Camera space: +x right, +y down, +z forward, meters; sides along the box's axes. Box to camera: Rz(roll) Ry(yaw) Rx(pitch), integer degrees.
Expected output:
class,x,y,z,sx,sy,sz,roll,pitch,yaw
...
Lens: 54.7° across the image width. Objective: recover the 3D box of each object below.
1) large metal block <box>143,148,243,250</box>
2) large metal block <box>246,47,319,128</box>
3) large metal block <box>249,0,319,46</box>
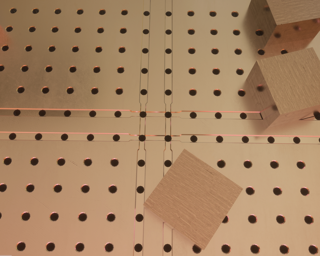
class,x,y,z,sx,sy,sz,roll,pitch,yaw
large metal block,0.037,0.085,0.368,0.080,0.050,0.080,35,73,11
large metal block,0.176,-0.054,0.420,0.081,0.050,0.080,-14,71,-6
large metal block,0.192,-0.177,0.466,0.081,0.050,0.080,-11,71,-5
